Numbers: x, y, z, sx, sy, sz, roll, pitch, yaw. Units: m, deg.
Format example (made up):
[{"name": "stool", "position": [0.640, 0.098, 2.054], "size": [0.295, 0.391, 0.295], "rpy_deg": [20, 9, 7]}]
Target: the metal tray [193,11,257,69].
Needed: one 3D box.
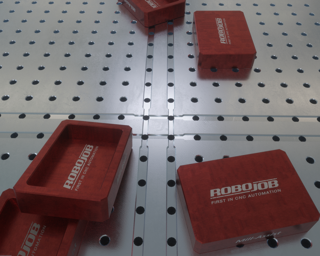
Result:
[{"name": "metal tray", "position": [0.107, -0.156, 0.536], "size": [0.090, 0.030, 0.130], "rpy_deg": [0, 50, 0]}]

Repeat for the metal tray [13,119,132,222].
[{"name": "metal tray", "position": [-0.087, 0.040, 0.345], "size": [0.090, 0.030, 0.130], "rpy_deg": [6, 33, 4]}]

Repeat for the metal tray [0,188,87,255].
[{"name": "metal tray", "position": [-0.132, 0.127, 0.296], "size": [0.090, 0.030, 0.130], "rpy_deg": [7, 50, 6]}]

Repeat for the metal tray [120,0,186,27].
[{"name": "metal tray", "position": [-0.020, -0.257, 0.620], "size": [0.091, 0.030, 0.130], "rpy_deg": [-24, 54, -19]}]

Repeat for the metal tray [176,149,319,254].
[{"name": "metal tray", "position": [0.091, 0.076, 0.341], "size": [0.131, 0.030, 0.090], "rpy_deg": [-8, 51, -7]}]
